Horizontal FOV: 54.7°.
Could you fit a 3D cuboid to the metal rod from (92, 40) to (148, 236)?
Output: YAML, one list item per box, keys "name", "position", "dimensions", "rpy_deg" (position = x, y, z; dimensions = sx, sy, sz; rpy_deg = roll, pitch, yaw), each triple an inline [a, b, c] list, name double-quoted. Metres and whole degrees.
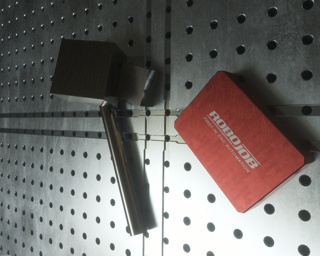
- name: "metal rod"
  position: [-0.069, 0.006, 0.463]
  dimensions: [0.025, 0.025, 0.299]
  rpy_deg: [-25, 74, 37]

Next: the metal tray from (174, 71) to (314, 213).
- name: "metal tray"
  position: [0.083, 0.013, 0.336]
  dimensions: [0.090, 0.030, 0.130]
  rpy_deg: [-50, 61, 28]

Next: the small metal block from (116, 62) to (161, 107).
- name: "small metal block"
  position: [-0.031, -0.061, 0.433]
  dimensions: [0.050, 0.025, 0.050]
  rpy_deg: [24, 105, 37]

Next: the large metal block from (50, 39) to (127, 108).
- name: "large metal block"
  position: [-0.100, -0.077, 0.444]
  dimensions: [0.080, 0.050, 0.080]
  rpy_deg: [8, 83, 14]
